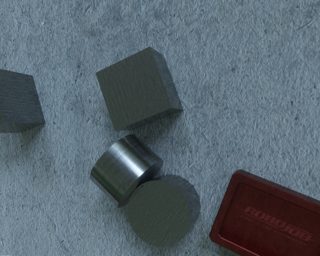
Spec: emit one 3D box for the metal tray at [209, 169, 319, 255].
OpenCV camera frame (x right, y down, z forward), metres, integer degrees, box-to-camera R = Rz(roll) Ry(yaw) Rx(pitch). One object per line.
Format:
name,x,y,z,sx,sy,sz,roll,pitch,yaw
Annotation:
metal tray,0.134,0.114,0.358,0.130,0.030,0.089,21,97,18

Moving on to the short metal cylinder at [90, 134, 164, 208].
short metal cylinder,-0.041,0.054,0.394,0.050,0.080,0.080,42,103,15

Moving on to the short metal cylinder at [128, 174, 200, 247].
short metal cylinder,0.006,0.102,0.393,0.080,0.050,0.080,0,90,20

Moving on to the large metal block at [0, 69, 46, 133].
large metal block,-0.227,-0.038,0.460,0.050,0.080,0.080,-19,84,19

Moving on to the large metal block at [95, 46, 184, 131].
large metal block,-0.026,-0.048,0.405,0.080,0.050,0.080,-21,83,18
